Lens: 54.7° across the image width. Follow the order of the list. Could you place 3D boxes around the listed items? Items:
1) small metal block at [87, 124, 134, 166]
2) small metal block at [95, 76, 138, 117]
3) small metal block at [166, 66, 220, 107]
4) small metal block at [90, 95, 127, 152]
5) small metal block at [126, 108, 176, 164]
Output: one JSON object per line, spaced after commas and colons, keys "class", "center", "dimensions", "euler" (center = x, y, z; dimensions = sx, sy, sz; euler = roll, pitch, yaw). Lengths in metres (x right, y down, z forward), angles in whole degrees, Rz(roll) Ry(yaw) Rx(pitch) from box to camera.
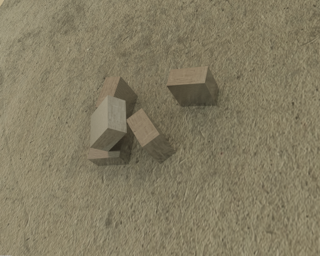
{"class": "small metal block", "center": [-0.066, 0.023, 0.424], "dimensions": [0.050, 0.025, 0.050], "euler": [-6, 59, 25]}
{"class": "small metal block", "center": [-0.061, -0.038, 0.443], "dimensions": [0.025, 0.050, 0.050], "euler": [0, 62, 28]}
{"class": "small metal block", "center": [0.043, -0.052, 0.397], "dimensions": [0.050, 0.050, 0.025], "euler": [0, 62, 28]}
{"class": "small metal block", "center": [-0.067, -0.005, 0.396], "dimensions": [0.050, 0.025, 0.050], "euler": [-42, 43, 41]}
{"class": "small metal block", "center": [-0.011, 0.010, 0.387], "dimensions": [0.025, 0.050, 0.050], "euler": [-37, 51, 3]}
